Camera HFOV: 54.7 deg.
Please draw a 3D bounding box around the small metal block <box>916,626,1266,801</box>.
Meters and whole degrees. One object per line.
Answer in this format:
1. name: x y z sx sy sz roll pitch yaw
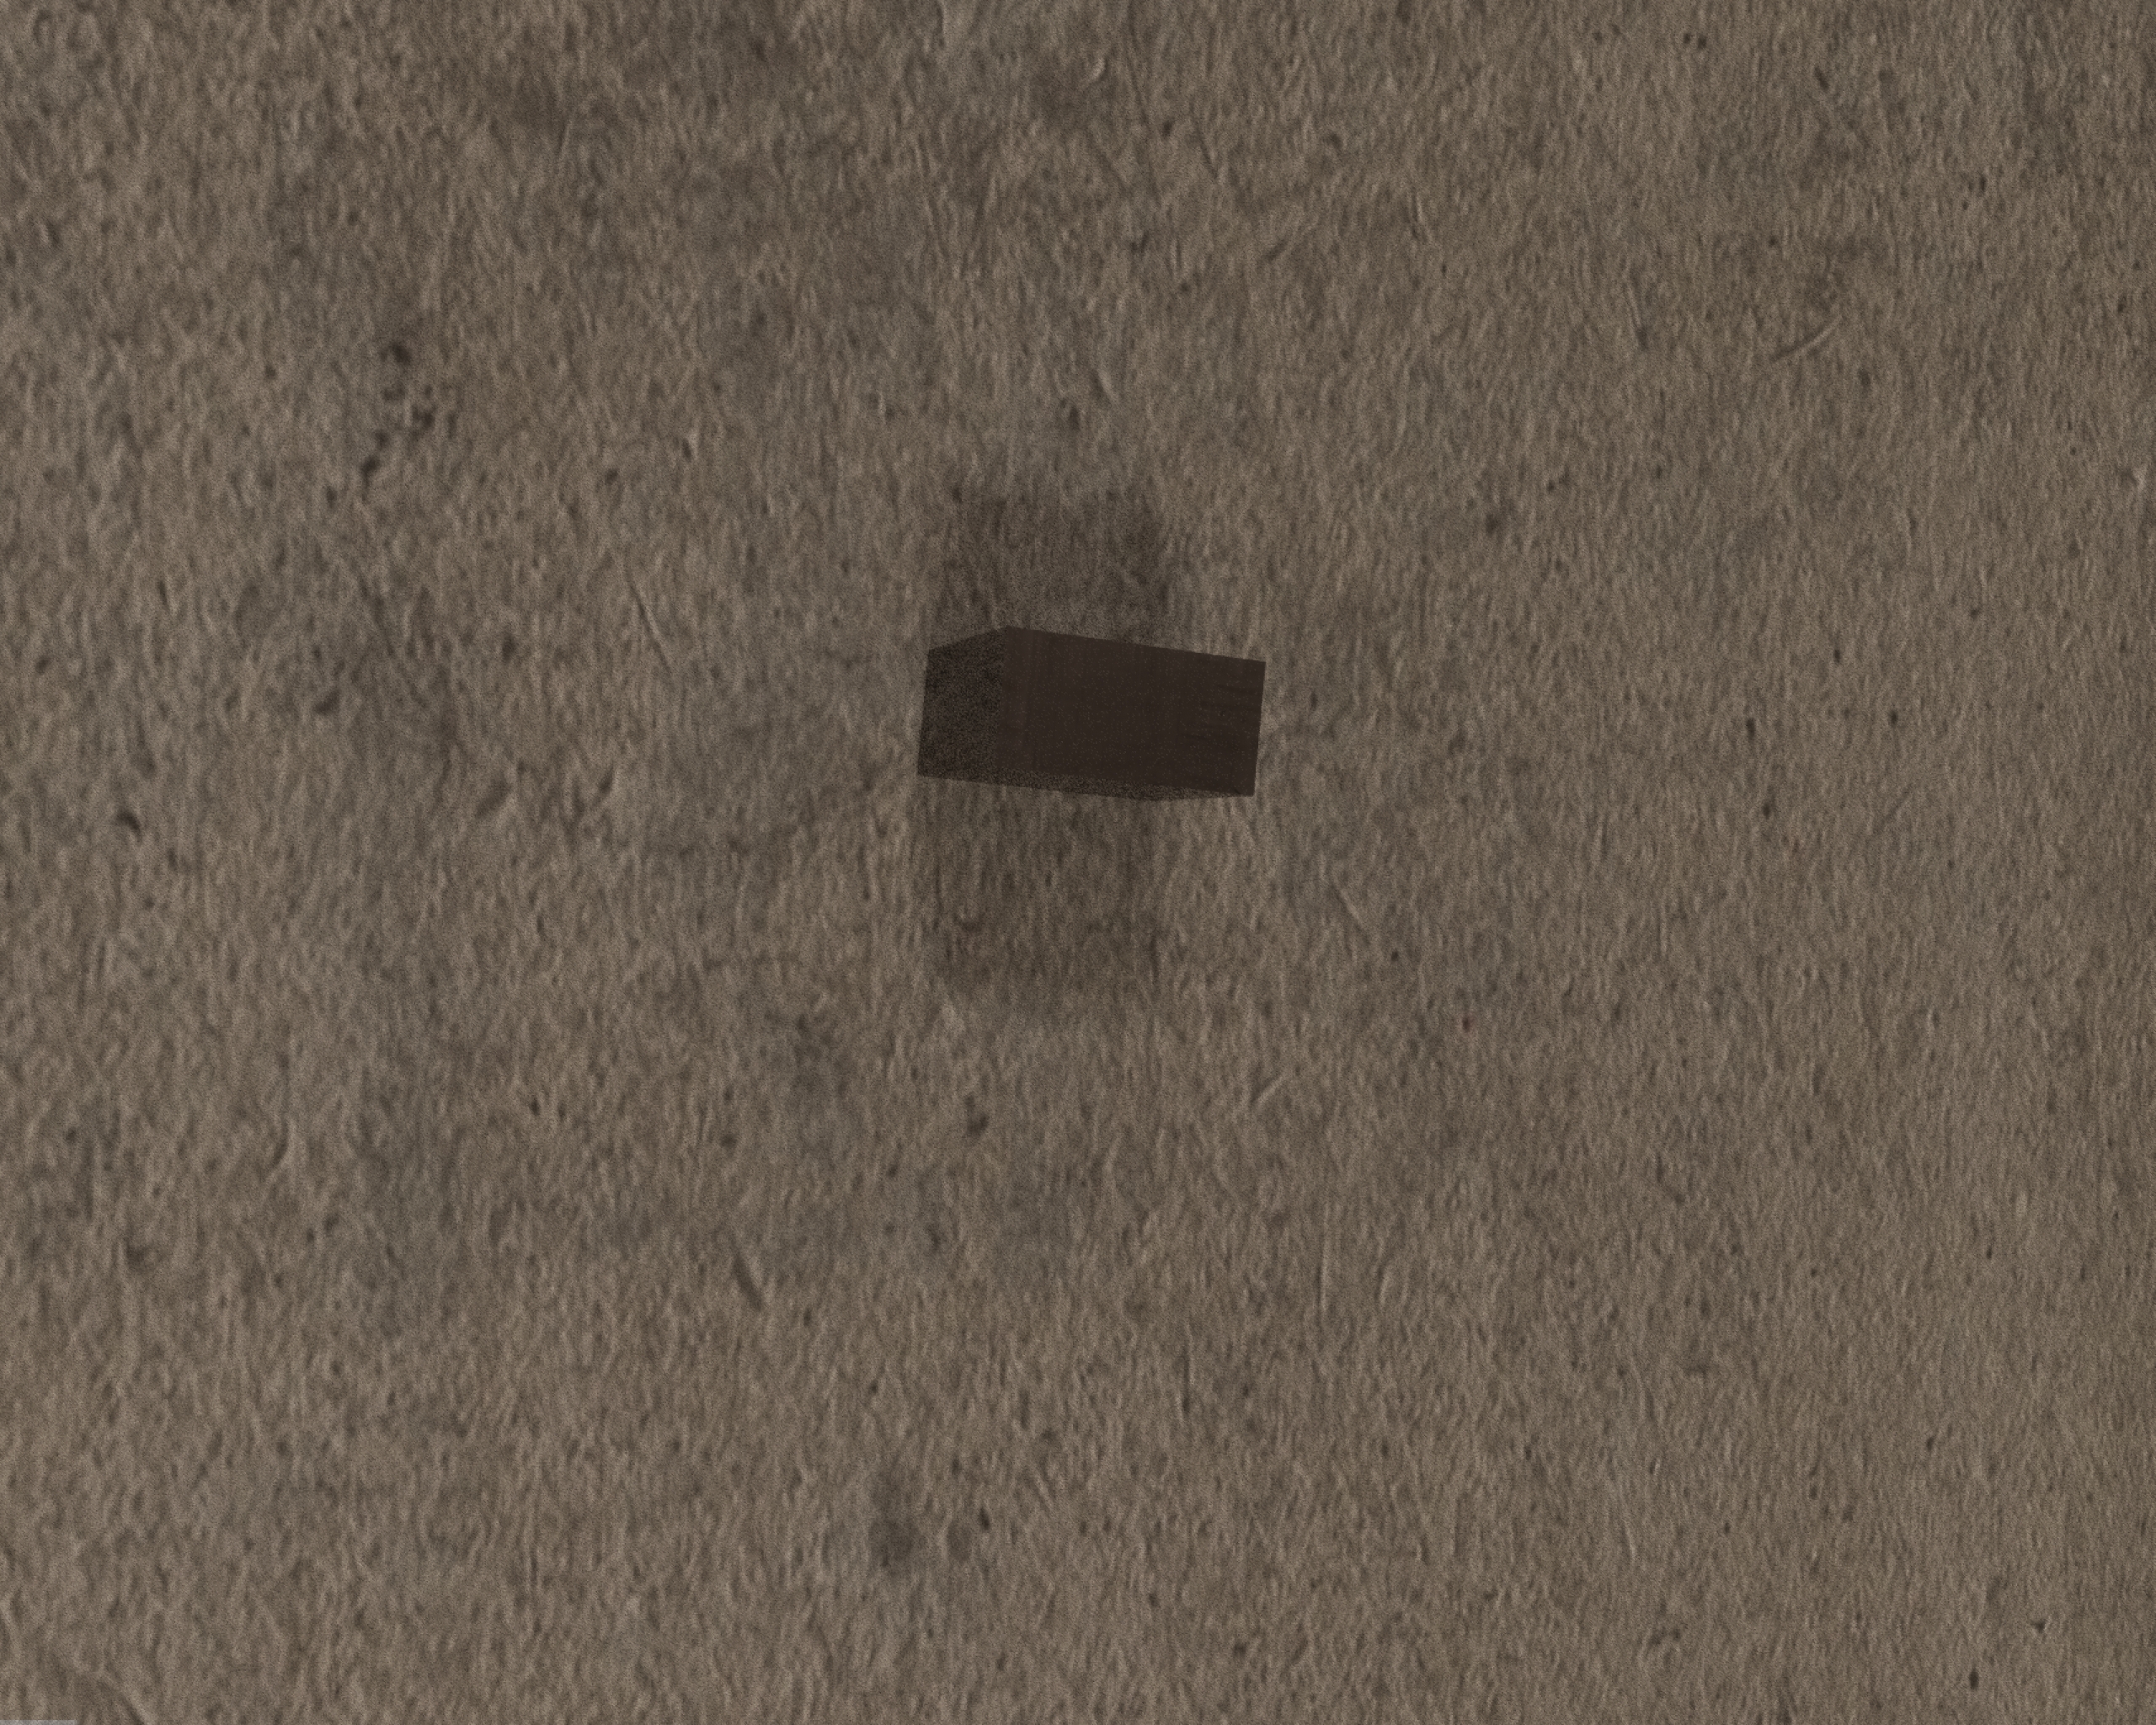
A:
1. small metal block: 0.001 -0.027 0.398 0.050 0.050 0.025 6 88 -20
